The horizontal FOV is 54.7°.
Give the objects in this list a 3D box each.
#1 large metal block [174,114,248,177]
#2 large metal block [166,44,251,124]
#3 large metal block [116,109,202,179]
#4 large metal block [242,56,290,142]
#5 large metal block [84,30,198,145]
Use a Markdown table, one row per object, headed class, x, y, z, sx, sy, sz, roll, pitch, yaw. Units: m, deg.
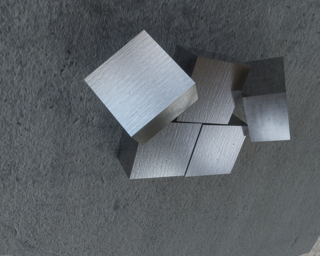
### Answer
| class | x | y | z | sx | sy | sz | roll | pitch | yaw |
| --- | --- | --- | --- | --- | --- | --- | --- | --- | --- |
| large metal block | 0.068 | 0.020 | 0.441 | 0.081 | 0.050 | 0.079 | 1 | 118 | -30 |
| large metal block | 0.055 | -0.053 | 0.391 | 0.081 | 0.050 | 0.079 | 3 | 117 | -30 |
| large metal block | -0.003 | 0.017 | 0.402 | 0.081 | 0.050 | 0.079 | 1 | 118 | -30 |
| large metal block | 0.146 | -0.039 | 0.423 | 0.050 | 0.080 | 0.080 | -5 | 132 | 23 |
| large metal block | -0.018 | -0.041 | 0.330 | 0.080 | 0.080 | 0.050 | -40 | 164 | -1 |
